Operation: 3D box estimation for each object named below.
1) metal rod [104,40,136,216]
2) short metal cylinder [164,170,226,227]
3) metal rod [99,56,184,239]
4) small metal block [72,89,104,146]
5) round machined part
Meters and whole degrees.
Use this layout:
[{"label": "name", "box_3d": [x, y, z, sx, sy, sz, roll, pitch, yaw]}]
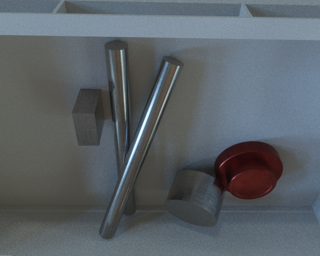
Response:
[{"label": "metal rod", "box_3d": [-0.050, 0.025, 0.429, 0.025, 0.025, 0.298, 1, 130, -1]}, {"label": "short metal cylinder", "box_3d": [0.053, 0.106, 0.465, 0.080, 0.050, 0.080, 17, 146, 12]}, {"label": "metal rod", "box_3d": [-0.035, 0.045, 0.418, 0.025, 0.025, 0.298, 15, 120, -13]}, {"label": "small metal block", "box_3d": [-0.086, -0.013, 0.380, 0.025, 0.050, 0.050, 1, 130, -1]}, {"label": "round machined part", "box_3d": [0.133, 0.069, 0.459, 0.099, 0.042, 0.097, -1, 130, 0]}]
